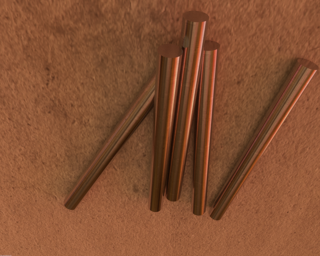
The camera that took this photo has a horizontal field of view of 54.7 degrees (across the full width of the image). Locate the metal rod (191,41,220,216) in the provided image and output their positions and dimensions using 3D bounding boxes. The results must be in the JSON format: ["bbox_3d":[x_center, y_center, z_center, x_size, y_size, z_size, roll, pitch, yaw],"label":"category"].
[{"bbox_3d":[0.058,0.025,0.429,0.025,0.025,0.298,-2,130,1],"label":"metal rod"}]

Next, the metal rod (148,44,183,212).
[{"bbox_3d":[0.001,0.027,0.410,0.025,0.025,0.298,2,136,-3],"label":"metal rod"}]

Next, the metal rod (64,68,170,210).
[{"bbox_3d":[-0.067,0.027,0.429,0.025,0.025,0.298,25,126,-21],"label":"metal rod"}]

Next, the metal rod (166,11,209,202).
[{"bbox_3d":[0.028,0.001,0.396,0.025,0.025,0.298,2,134,-2],"label":"metal rod"}]

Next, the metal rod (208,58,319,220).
[{"bbox_3d":[0.131,0.038,0.441,0.025,0.025,0.298,10,130,-9],"label":"metal rod"}]
